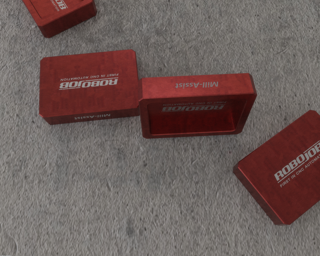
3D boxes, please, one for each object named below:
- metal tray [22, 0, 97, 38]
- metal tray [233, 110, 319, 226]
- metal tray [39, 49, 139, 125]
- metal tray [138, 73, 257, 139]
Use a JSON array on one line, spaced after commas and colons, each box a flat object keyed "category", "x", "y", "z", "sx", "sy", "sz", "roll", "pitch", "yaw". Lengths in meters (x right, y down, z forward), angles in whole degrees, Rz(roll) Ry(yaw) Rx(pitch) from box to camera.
[{"category": "metal tray", "x": -0.169, "y": -0.212, "z": 0.481, "sx": 0.090, "sy": 0.030, "sz": 0.130, "roll": -31, "pitch": 73, "yaw": -11}, {"category": "metal tray", "x": 0.171, "y": 0.048, "z": 0.389, "sx": 0.131, "sy": 0.030, "sz": 0.090, "roll": -33, "pitch": 74, "yaw": -12}, {"category": "metal tray", "x": -0.094, "y": -0.057, "z": 0.425, "sx": 0.131, "sy": 0.030, "sz": 0.090, "roll": -6, "pitch": 70, "yaw": -2}, {"category": "metal tray", "x": 0.041, "y": -0.024, "z": 0.380, "sx": 0.131, "sy": 0.090, "sz": 0.030, "roll": -3, "pitch": 59, "yaw": -1}]
